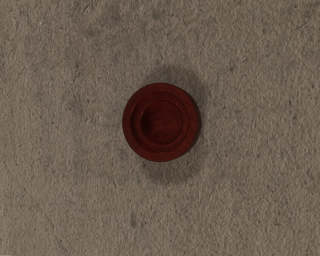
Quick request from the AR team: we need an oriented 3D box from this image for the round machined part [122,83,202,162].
[{"bbox_3d":[0.005,-0.007,0.397,0.098,0.042,0.097,0,90,19],"label":"round machined part"}]
